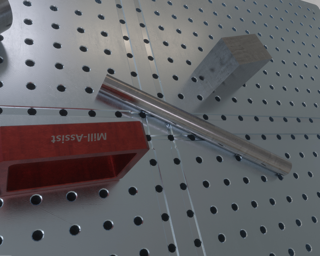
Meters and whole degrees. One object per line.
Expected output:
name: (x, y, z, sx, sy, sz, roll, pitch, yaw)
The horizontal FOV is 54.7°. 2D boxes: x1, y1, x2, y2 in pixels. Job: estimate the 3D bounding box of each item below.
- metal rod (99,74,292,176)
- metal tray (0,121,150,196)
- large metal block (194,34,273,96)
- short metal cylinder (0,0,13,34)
metal rod: (0.059, 0.001, 0.439, 0.302, 0.025, 0.025, 24, 53, -13)
metal tray: (-0.087, 0.029, 0.301, 0.131, 0.090, 0.030, -3, 64, -30)
large metal block: (0.116, -0.101, 0.497, 0.081, 0.080, 0.050, -17, 71, -35)
short metal cylinder: (-0.213, -0.133, 0.339, 0.080, 0.080, 0.050, 37, 51, -4)
